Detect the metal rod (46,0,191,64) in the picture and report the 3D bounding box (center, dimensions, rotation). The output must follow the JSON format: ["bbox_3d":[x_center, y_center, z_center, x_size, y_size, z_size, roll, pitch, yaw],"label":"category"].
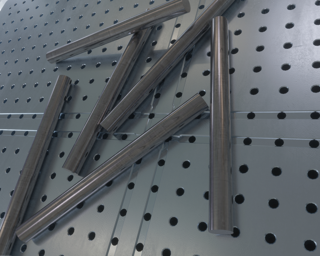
[{"bbox_3d":[-0.087,-0.158,0.527,0.300,0.025,0.025,-9,57,32],"label":"metal rod"}]

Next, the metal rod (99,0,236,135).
[{"bbox_3d":[0.021,-0.109,0.465,0.300,0.025,0.025,-48,51,-6],"label":"metal rod"}]

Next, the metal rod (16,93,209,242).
[{"bbox_3d":[-0.064,0.054,0.410,0.300,0.025,0.025,-37,51,3],"label":"metal rod"}]

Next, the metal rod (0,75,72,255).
[{"bbox_3d":[-0.193,0.044,0.483,0.025,0.025,0.300,-4,60,26],"label":"metal rod"}]

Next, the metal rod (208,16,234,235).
[{"bbox_3d":[0.075,-0.025,0.385,0.025,0.025,0.300,-8,58,24],"label":"metal rod"}]

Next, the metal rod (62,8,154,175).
[{"bbox_3d":[-0.071,-0.068,0.488,0.025,0.025,0.300,11,67,33],"label":"metal rod"}]
